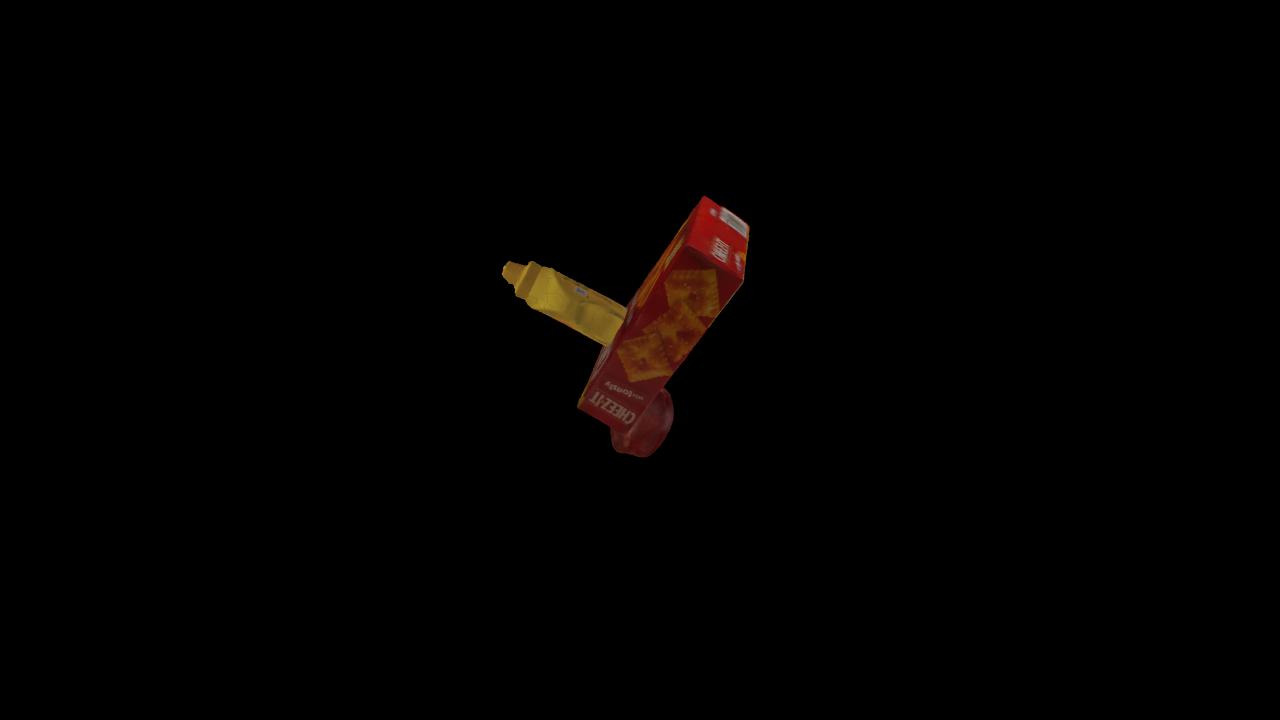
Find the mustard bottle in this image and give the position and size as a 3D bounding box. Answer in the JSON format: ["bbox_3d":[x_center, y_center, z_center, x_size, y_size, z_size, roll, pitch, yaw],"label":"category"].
[{"bbox_3d":[-0.068,-0.059,0.686,0.184,0.054,0.092,28,13,-14],"label":"mustard bottle"}]

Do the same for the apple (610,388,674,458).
[{"bbox_3d":[0.002,0.068,0.732,0.079,0.093,0.079,11,-9,2],"label":"apple"}]

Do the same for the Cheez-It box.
[{"bbox_3d":[0.026,-0.050,0.664,0.071,0.223,0.166,32,31,-7],"label":"Cheez-It box"}]
